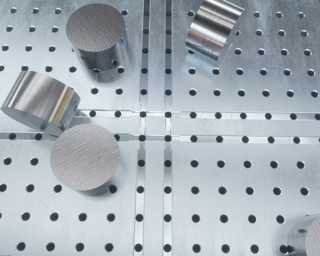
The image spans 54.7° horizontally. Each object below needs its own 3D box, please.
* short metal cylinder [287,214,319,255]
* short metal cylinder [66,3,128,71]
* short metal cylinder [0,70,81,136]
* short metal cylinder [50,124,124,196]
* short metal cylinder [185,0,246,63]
[{"bbox_3d":[0.194,0.138,0.351,0.081,0.050,0.080,0,70,0],"label":"short metal cylinder"},{"bbox_3d":[-0.088,-0.130,0.445,0.081,0.050,0.080,0,70,0],"label":"short metal cylinder"},{"bbox_3d":[-0.149,-0.029,0.391,0.080,0.080,0.050,17,71,6],"label":"short metal cylinder"},{"bbox_3d":[-0.087,0.041,0.383,0.081,0.050,0.080,0,70,0],"label":"short metal cylinder"},{"bbox_3d":[0.077,-0.138,0.434,0.050,0.080,0.080,29,73,10],"label":"short metal cylinder"}]
